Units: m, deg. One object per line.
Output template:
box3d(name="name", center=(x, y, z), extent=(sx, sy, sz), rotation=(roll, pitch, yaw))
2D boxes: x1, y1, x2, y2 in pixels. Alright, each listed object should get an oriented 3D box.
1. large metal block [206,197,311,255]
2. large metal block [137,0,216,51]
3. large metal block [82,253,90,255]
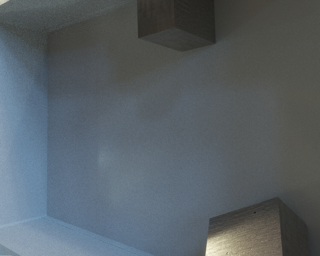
box3d(name="large metal block", center=(0.090, 0.122, 0.289), extent=(0.080, 0.050, 0.080), rotation=(-31, 26, 35))
box3d(name="large metal block", center=(0.020, -0.139, 0.355), extent=(0.050, 0.081, 0.080), rotation=(-3, 88, 40))
box3d(name="large metal block", center=(-0.136, 0.258, 0.486), extent=(0.050, 0.081, 0.079), rotation=(14, 99, 39))
